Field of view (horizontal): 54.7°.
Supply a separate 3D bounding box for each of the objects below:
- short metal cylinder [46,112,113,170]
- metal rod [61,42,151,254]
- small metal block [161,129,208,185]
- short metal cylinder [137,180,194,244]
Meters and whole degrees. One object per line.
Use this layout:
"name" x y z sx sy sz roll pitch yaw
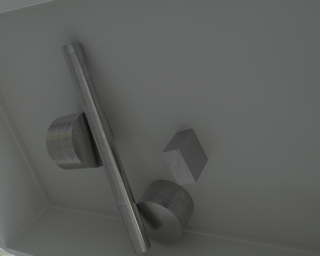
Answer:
"short metal cylinder" -0.112 0.018 0.441 0.050 0.080 0.080 -8 114 31
"metal rod" -0.071 0.033 0.424 0.025 0.025 0.298 -13 100 33
"small metal block" 0.033 0.036 0.397 0.025 0.050 0.050 -16 110 34
"short metal cylinder" 0.005 0.125 0.466 0.080 0.050 0.079 13 124 20
